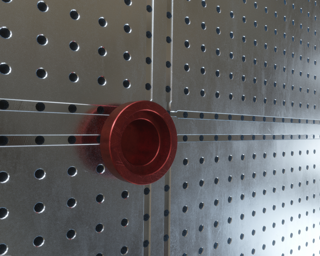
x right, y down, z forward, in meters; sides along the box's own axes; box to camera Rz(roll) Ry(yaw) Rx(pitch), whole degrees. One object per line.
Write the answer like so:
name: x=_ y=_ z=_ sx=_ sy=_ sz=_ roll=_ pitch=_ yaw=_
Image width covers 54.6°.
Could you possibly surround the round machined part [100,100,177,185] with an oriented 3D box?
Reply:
round machined part: x=-0.029 y=0.017 z=0.373 sx=0.099 sy=0.042 sz=0.097 roll=0 pitch=90 yaw=-40
